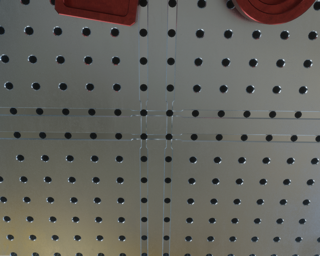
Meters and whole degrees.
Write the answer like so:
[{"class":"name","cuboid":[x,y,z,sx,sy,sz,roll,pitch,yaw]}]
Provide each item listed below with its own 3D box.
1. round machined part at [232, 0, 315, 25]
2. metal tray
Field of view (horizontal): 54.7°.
[{"class":"round machined part","cuboid":[0.125,-0.167,0.344,0.099,0.042,0.097,0,110,0]},{"class":"metal tray","cuboid":[-0.063,-0.186,0.341,0.091,0.030,0.129,9,110,-4]}]
